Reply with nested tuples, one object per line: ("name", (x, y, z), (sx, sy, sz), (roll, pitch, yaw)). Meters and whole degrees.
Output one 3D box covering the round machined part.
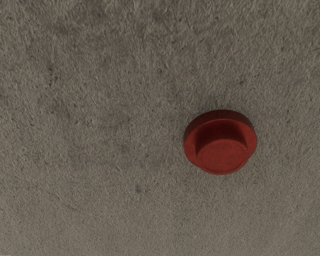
("round machined part", (0.082, 0.026, 0.419), (0.099, 0.042, 0.097), (0, 130, 0))
